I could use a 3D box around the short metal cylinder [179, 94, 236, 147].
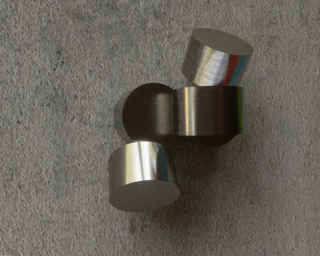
[{"bbox_3d":[0.062,-0.016,0.420,0.081,0.050,0.079,0,90,-21],"label":"short metal cylinder"}]

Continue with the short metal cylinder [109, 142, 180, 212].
[{"bbox_3d":[-0.020,0.060,0.367,0.081,0.079,0.050,8,49,-20],"label":"short metal cylinder"}]

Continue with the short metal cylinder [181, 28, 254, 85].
[{"bbox_3d":[0.073,-0.090,0.402,0.081,0.080,0.050,1,128,-20],"label":"short metal cylinder"}]

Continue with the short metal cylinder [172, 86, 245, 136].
[{"bbox_3d":[0.054,-0.018,0.349,0.081,0.080,0.050,-2,91,-20],"label":"short metal cylinder"}]

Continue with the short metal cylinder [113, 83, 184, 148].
[{"bbox_3d":[-0.014,-0.014,0.392,0.081,0.050,0.079,0,90,-21],"label":"short metal cylinder"}]
